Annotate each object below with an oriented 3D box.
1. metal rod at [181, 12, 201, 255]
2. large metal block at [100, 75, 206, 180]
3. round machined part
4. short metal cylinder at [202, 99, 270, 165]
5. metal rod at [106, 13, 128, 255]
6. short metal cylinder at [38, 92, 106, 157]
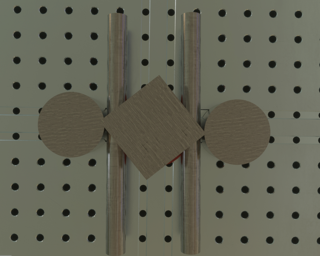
[{"bbox_3d":[0.039,0.007,0.392,0.025,0.025,0.298,0,90,0],"label":"metal rod"},{"bbox_3d":[-0.008,-0.001,0.353,0.080,0.050,0.080,-38,90,0],"label":"large metal block"},{"bbox_3d":[-0.008,0.003,0.405,0.099,0.042,0.097,0,90,0],"label":"round machined part"},{"bbox_3d":[0.094,0.005,0.401,0.081,0.050,0.080,0,90,0],"label":"short metal cylinder"},{"bbox_3d":[-0.055,0.008,0.392,0.025,0.025,0.298,0,90,0],"label":"metal rod"},{"bbox_3d":[-0.108,-0.004,0.400,0.081,0.050,0.080,0,90,0],"label":"short metal cylinder"}]
